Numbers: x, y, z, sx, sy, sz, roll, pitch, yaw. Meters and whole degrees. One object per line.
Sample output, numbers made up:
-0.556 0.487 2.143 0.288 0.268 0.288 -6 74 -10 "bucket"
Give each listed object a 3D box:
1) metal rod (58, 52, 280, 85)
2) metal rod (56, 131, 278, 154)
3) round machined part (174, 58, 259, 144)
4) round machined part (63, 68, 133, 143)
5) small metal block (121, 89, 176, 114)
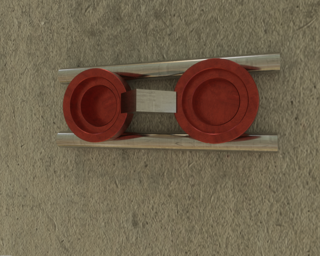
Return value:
-0.002 -0.076 0.410 0.301 0.025 0.025 0 90 19 "metal rod"
-0.005 0.017 0.411 0.301 0.025 0.025 0 90 19 "metal rod"
0.068 -0.031 0.371 0.098 0.042 0.097 0 90 20 "round machined part"
-0.079 -0.030 0.424 0.098 0.042 0.097 0 90 20 "round machined part"
-0.015 -0.030 0.374 0.050 0.050 0.025 -1 89 63 "small metal block"
